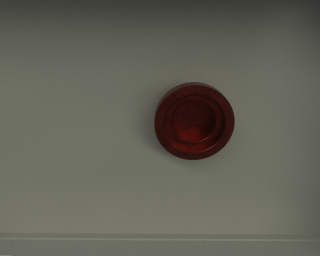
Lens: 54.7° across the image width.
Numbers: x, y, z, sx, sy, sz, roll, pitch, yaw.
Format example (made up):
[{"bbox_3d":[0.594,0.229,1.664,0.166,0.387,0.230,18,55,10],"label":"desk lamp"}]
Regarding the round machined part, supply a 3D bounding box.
[{"bbox_3d":[0.042,-0.012,0.399,0.099,0.042,0.097,0,110,-1],"label":"round machined part"}]
